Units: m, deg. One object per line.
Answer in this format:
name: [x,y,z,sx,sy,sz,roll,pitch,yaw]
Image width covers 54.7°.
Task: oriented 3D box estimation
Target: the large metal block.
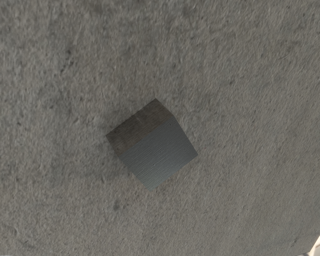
large metal block: [-0.009,0.023,0.401,0.080,0.050,0.080,-37,130,-4]
